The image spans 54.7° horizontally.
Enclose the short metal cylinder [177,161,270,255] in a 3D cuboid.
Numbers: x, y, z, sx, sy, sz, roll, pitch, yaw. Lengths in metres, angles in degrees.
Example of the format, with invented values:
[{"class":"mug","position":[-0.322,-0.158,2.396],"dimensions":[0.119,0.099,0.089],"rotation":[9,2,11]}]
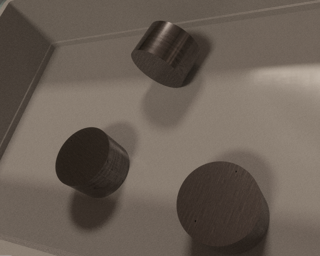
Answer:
[{"class":"short metal cylinder","position":[0.063,0.080,0.307],"dimensions":[0.080,0.050,0.080],"rotation":[-13,56,20]}]

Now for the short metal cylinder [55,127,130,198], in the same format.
[{"class":"short metal cylinder","position":[-0.087,0.046,0.406],"dimensions":[0.080,0.050,0.080],"rotation":[-13,56,20]}]

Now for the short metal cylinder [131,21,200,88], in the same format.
[{"class":"short metal cylinder","position":[0.008,-0.100,0.426],"dimensions":[0.080,0.080,0.050],"rotation":[22,73,35]}]
